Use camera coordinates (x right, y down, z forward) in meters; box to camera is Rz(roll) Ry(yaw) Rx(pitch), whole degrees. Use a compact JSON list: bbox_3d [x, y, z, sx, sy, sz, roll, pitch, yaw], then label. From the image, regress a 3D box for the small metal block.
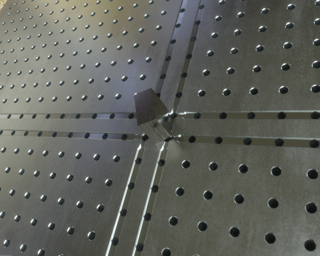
[{"bbox_3d":[-0.009,-0.016,0.407,0.025,0.050,0.050,-20,54,16],"label":"small metal block"}]
